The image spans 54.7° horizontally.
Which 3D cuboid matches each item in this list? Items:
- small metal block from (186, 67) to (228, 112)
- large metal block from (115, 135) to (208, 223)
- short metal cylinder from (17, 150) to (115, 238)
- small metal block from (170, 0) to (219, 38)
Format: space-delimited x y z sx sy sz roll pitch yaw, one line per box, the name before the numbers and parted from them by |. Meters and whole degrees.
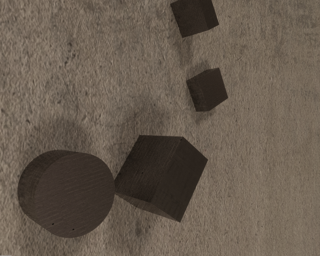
small metal block | 0.072 -0.058 0.468 0.050 0.025 0.050 -33 111 -35
large metal block | -0.002 0.056 0.369 0.050 0.080 0.080 42 64 -32
short metal cylinder | -0.093 0.063 0.312 0.081 0.050 0.079 0 90 -40
small metal block | 0.048 -0.158 0.430 0.025 0.050 0.050 -36 113 -34
